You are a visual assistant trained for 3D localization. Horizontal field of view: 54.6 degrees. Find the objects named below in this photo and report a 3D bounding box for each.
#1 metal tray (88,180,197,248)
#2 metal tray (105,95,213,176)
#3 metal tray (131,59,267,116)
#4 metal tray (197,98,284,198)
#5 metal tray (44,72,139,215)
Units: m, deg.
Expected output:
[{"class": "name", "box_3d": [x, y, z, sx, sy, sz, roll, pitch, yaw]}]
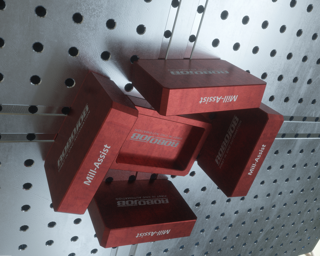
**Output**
[{"class": "metal tray", "box_3d": [-0.027, 0.111, 0.423, 0.131, 0.090, 0.030, 4, 117, -30]}, {"class": "metal tray", "box_3d": [-0.002, 0.015, 0.414, 0.131, 0.030, 0.089, 12, 112, -34]}, {"class": "metal tray", "box_3d": [0.043, -0.051, 0.360, 0.131, 0.090, 0.030, -6, 121, -25]}, {"class": "metal tray", "box_3d": [0.107, 0.021, 0.439, 0.030, 0.090, 0.129, 4, 116, -31]}, {"class": "metal tray", "box_3d": [-0.080, 0.015, 0.334, 0.030, 0.090, 0.129, 20, 108, -35]}]
